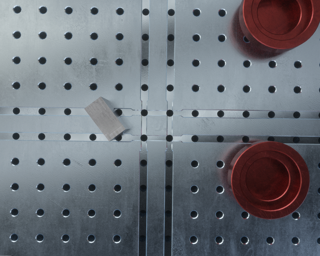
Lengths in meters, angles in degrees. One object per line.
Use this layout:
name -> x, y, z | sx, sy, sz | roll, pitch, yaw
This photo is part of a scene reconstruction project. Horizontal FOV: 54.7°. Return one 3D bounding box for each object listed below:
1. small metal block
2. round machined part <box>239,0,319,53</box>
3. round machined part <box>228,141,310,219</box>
small metal block -> -0.067, -0.011, 0.400 | 0.025, 0.050, 0.050 | -37, 90, 0
round machined part -> 0.152, -0.147, 0.406 | 0.099, 0.042, 0.097 | 0, 90, 0
round machined part -> 0.138, 0.065, 0.406 | 0.099, 0.042, 0.097 | 0, 90, 0
